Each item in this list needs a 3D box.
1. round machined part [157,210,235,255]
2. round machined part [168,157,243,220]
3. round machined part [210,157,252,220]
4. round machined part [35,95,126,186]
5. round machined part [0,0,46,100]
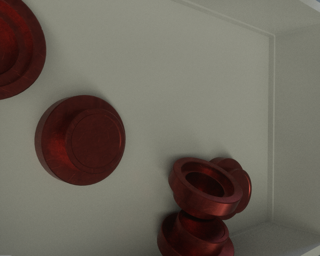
[{"bbox_3d":[0.049,0.139,0.398,0.099,0.098,0.042,0,116,-40],"label":"round machined part"},{"bbox_3d":[0.057,0.084,0.419,0.099,0.098,0.042,0,121,-40],"label":"round machined part"},{"bbox_3d":[0.108,0.096,0.489,0.099,0.042,0.097,0,90,-40],"label":"round machined part"},{"bbox_3d":[-0.077,0.013,0.332,0.099,0.042,0.097,0,90,-40],"label":"round machined part"},{"bbox_3d":[-0.155,-0.071,0.267,0.099,0.042,0.097,0,90,-40],"label":"round machined part"}]
